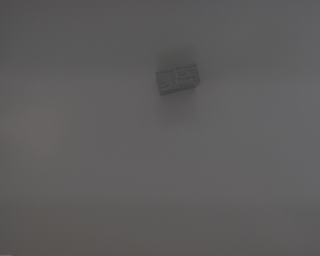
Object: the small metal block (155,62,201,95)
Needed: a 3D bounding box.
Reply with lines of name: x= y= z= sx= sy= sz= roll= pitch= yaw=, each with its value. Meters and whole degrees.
small metal block: x=0.022 y=-0.062 z=0.399 sx=0.050 sy=0.050 sz=0.025 roll=-13 pitch=90 yaw=0
